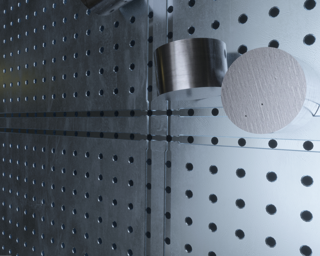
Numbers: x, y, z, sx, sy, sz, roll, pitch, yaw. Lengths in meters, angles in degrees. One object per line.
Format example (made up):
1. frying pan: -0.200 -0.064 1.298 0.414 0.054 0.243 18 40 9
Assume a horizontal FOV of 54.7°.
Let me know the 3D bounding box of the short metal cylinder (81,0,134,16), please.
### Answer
1. short metal cylinder: -0.075 -0.207 0.436 0.050 0.081 0.080 -13 82 39

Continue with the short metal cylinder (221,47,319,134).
1. short metal cylinder: 0.108 -0.034 0.304 0.080 0.050 0.079 0 90 40

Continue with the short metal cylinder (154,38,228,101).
1. short metal cylinder: 0.035 -0.062 0.345 0.080 0.081 0.050 -8 85 40
